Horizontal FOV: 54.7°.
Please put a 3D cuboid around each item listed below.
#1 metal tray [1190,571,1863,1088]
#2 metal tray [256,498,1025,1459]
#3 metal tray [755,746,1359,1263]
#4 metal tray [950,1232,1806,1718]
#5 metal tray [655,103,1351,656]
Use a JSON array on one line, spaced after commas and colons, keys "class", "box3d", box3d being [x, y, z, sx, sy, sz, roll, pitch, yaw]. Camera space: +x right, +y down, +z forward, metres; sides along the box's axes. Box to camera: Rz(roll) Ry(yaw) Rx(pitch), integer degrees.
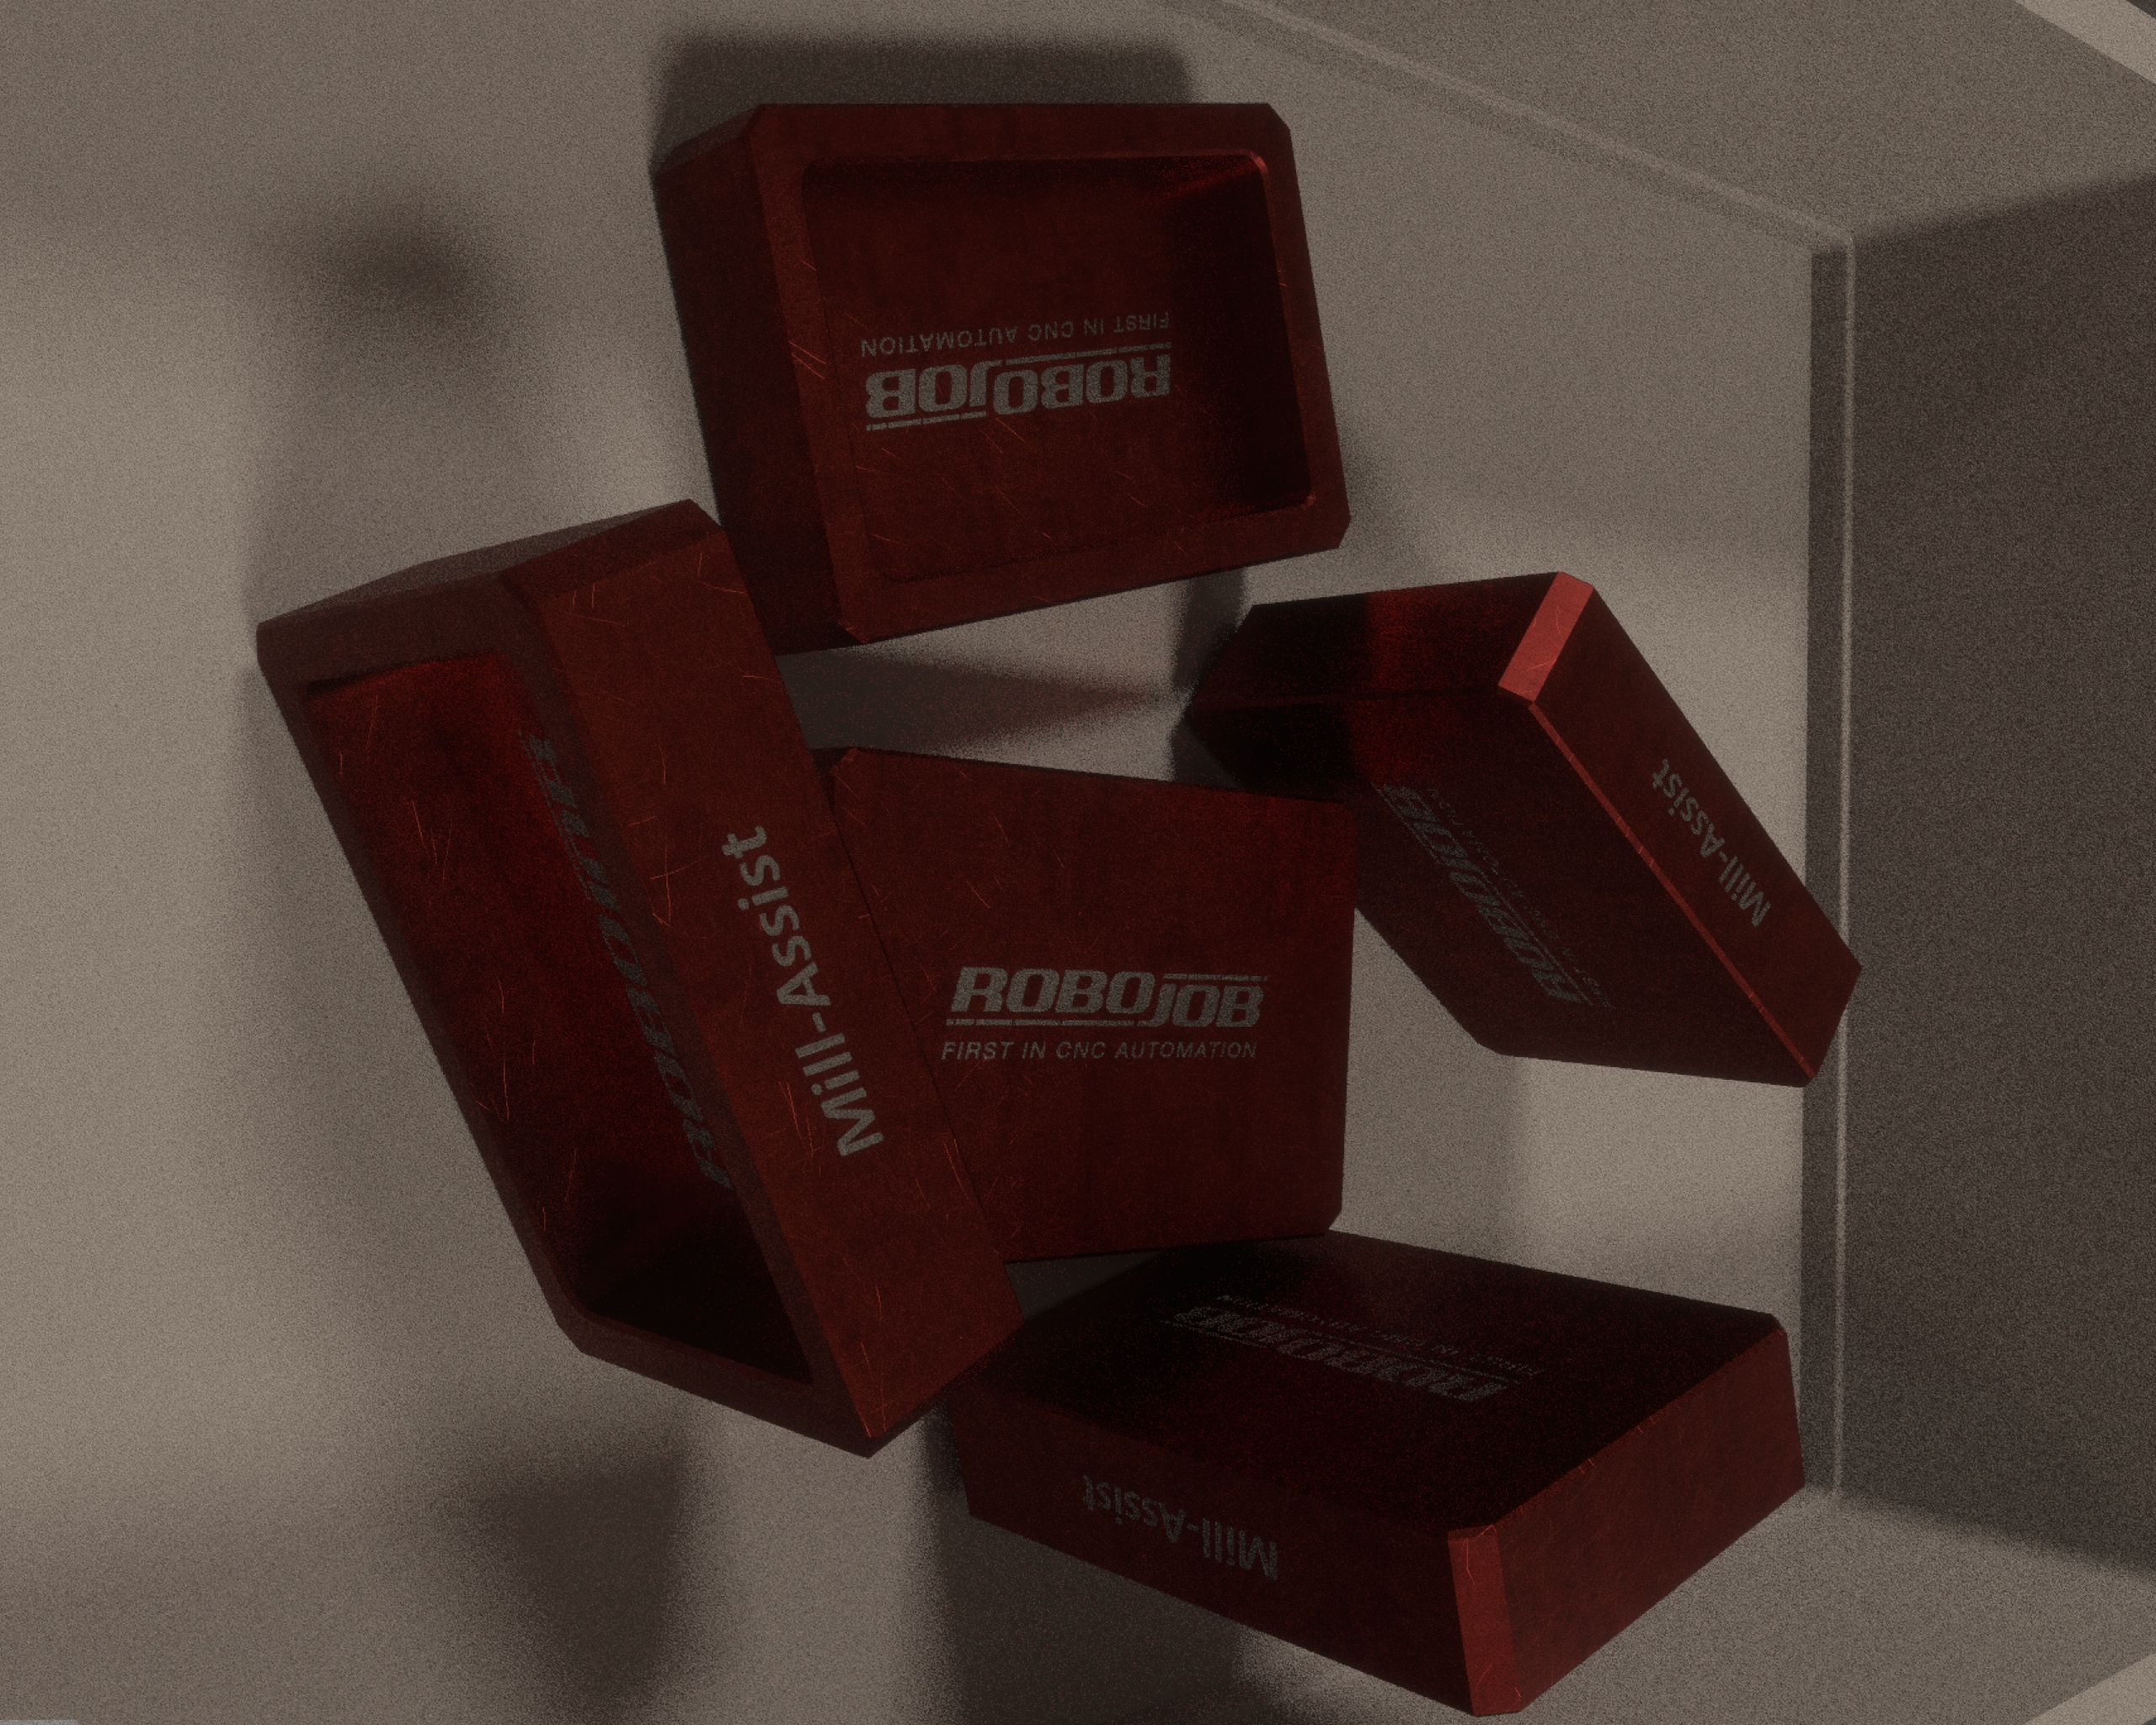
[{"class": "metal tray", "box3d": [0.096, -0.004, 0.444, 0.130, 0.090, 0.030, 45, 63, -31]}, {"class": "metal tray", "box3d": [-0.066, 0.017, 0.308, 0.030, 0.090, 0.129, -31, 110, -37]}, {"class": "metal tray", "box3d": [-0.003, 0.028, 0.399, 0.131, 0.030, 0.089, 4, 87, -40]}, {"class": "metal tray", "box3d": [0.050, 0.101, 0.379, 0.091, 0.130, 0.030, -17, 101, -40]}, {"class": "metal tray", "box3d": [-0.008, -0.094, 0.396, 0.131, 0.030, 0.089, -17, 101, -39]}]
